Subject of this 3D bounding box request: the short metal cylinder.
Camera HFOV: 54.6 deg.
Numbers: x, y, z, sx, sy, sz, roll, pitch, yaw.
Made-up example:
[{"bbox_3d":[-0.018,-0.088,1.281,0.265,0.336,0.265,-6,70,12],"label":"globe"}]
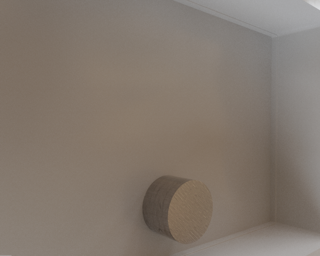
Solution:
[{"bbox_3d":[0.024,0.106,0.410,0.081,0.050,0.080,0,90,-40],"label":"short metal cylinder"}]
